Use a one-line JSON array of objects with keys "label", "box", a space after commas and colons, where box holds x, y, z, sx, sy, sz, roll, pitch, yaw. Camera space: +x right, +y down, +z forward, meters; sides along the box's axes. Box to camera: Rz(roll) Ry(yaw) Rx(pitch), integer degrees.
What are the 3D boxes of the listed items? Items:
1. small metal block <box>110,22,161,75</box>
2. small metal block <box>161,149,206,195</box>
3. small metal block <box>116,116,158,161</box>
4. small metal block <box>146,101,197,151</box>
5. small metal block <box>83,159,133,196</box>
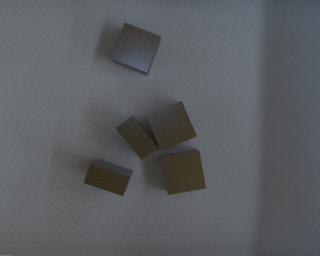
[{"label": "small metal block", "box": [-0.031, -0.104, 0.411, 0.050, 0.025, 0.050, 21, 90, -1]}, {"label": "small metal block", "box": [0.030, 0.058, 0.412, 0.050, 0.025, 0.050, -10, 90, -1]}, {"label": "small metal block", "box": [-0.028, 0.012, 0.399, 0.025, 0.050, 0.050, -38, 91, 0]}, {"label": "small metal block", "box": [0.015, -0.003, 0.412, 0.050, 0.025, 0.050, -23, 90, -1]}, {"label": "small metal block", "box": [-0.064, 0.062, 0.398, 0.050, 0.050, 0.025, 19, 90, -1]}]
